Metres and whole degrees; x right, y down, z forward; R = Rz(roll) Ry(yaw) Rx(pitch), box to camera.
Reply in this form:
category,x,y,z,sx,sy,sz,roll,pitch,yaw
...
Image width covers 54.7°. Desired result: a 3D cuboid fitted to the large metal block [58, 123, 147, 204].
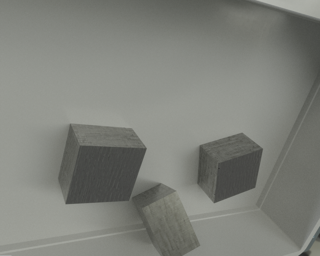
category,x,y,z,sx,sy,sz,roll,pitch,yaw
large metal block,-0.073,0.044,0.381,0.081,0.050,0.079,5,116,-31

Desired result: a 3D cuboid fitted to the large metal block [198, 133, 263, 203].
category,x,y,z,sx,sy,sz,roll,pitch,yaw
large metal block,0.109,0.062,0.493,0.081,0.050,0.079,-15,125,-21

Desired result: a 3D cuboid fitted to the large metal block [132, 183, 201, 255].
category,x,y,z,sx,sy,sz,roll,pitch,yaw
large metal block,0.005,0.130,0.438,0.050,0.080,0.080,-24,93,-14

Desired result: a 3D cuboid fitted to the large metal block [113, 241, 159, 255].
category,x,y,z,sx,sy,sz,roll,pitch,yaw
large metal block,-0.037,0.248,0.530,0.081,0.050,0.079,-6,121,-26
